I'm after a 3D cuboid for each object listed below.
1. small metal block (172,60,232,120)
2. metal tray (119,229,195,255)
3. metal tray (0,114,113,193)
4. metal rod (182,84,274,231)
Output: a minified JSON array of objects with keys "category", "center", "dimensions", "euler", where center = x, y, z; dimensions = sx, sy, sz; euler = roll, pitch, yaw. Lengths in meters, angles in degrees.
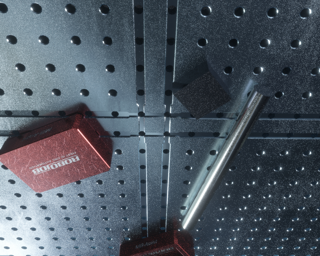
[{"category":"small metal block","center":[0.050,-0.045,0.375],"dimensions":[0.050,0.025,0.050],"euler":[-31,124,23]},{"category":"metal tray","center":[-0.006,0.255,0.625],"dimensions":[0.130,0.030,0.090],"euler":[-22,127,17]},{"category":"metal tray","center":[-0.146,0.040,0.440],"dimensions":[0.130,0.030,0.090],"euler":[-19,128,15]},{"category":"metal rod","center":[0.088,0.064,0.467],"dimensions":[0.025,0.025,0.298],"euler":[11,129,-10]}]
